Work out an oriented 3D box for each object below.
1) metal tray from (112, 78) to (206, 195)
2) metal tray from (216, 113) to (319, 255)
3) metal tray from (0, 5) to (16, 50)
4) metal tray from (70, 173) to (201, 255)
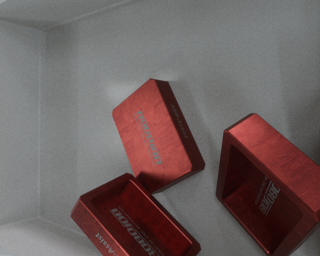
[{"bbox_3d":[-0.007,0.012,0.407,0.090,0.030,0.130,-35,69,34],"label":"metal tray"},{"bbox_3d":[0.092,0.059,0.271,0.090,0.030,0.129,49,161,32],"label":"metal tray"},{"bbox_3d":[-0.384,-0.235,0.717,0.130,0.030,0.089,19,102,38],"label":"metal tray"},{"bbox_3d":[-0.026,0.118,0.354,0.130,0.091,0.030,43,120,17],"label":"metal tray"}]
